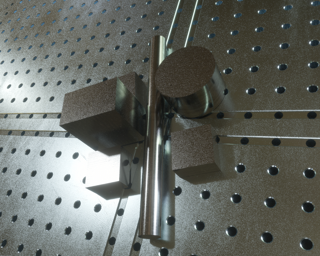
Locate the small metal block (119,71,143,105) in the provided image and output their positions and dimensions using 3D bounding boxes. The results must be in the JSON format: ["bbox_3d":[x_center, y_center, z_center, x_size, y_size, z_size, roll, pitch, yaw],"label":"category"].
[{"bbox_3d":[-0.054,-0.051,0.466,0.050,0.025,0.050,-16,55,18],"label":"small metal block"}]

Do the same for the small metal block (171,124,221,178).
[{"bbox_3d":[0.042,0.027,0.368,0.050,0.025,0.050,-14,56,20],"label":"small metal block"}]

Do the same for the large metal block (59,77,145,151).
[{"bbox_3d":[-0.073,-0.015,0.417,0.080,0.080,0.050,-14,56,20],"label":"large metal block"}]

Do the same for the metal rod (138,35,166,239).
[{"bbox_3d":[-0.007,-0.009,0.416,0.025,0.025,0.299,-12,57,21],"label":"metal rod"}]

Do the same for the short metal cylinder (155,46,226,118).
[{"bbox_3d":[0.040,-0.060,0.406,0.080,0.050,0.080,-13,56,20],"label":"short metal cylinder"}]

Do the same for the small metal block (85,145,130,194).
[{"bbox_3d":[-0.068,0.055,0.409,0.050,0.025,0.050,-14,56,19],"label":"small metal block"}]
